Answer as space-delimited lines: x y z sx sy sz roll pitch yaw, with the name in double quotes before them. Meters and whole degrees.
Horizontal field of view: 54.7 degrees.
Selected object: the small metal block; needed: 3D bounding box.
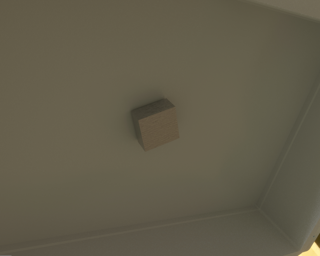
"small metal block" -0.005 -0.004 0.400 0.050 0.025 0.050 -21 127 -16
